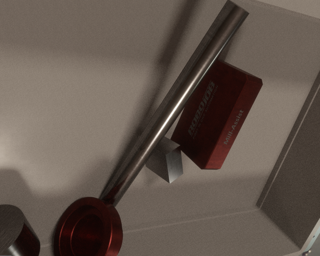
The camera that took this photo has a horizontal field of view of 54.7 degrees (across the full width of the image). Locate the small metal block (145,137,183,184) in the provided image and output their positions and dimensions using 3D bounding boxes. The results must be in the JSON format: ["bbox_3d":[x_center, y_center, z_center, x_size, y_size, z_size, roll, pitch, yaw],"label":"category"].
[{"bbox_3d":[0.003,0.038,0.416,0.025,0.050,0.050,-32,131,-30],"label":"small metal block"}]

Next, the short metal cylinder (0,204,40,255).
[{"bbox_3d":[-0.187,0.136,0.355,0.081,0.080,0.050,-21,127,-16],"label":"short metal cylinder"}]

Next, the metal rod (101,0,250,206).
[{"bbox_3d":[0.002,-0.008,0.368,0.025,0.025,0.298,14,123,-34],"label":"metal rod"}]

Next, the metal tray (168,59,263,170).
[{"bbox_3d":[0.067,-0.021,0.409,0.030,0.090,0.129,7,114,-37],"label":"metal tray"}]

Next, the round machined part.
[{"bbox_3d":[-0.088,0.143,0.405,0.098,0.098,0.042,-47,140,5],"label":"round machined part"}]
